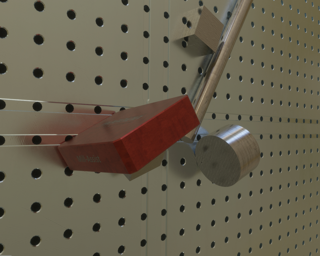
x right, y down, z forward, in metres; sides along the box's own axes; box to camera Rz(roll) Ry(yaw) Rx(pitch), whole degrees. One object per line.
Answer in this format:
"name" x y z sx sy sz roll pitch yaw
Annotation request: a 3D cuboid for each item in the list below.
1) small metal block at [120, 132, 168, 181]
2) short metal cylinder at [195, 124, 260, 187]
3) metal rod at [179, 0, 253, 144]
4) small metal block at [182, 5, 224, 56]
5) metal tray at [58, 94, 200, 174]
"small metal block" -0.020 0.031 0.377 0.050 0.025 0.050 -22 144 -38
"short metal cylinder" 0.099 0.040 0.460 0.050 0.080 0.080 -24 106 -38
"metal rod" 0.096 -0.111 0.491 0.025 0.025 0.300 39 66 -34
"small metal block" 0.066 -0.146 0.466 0.050 0.025 0.050 29 72 -37
"metal tray" -0.036 0.007 0.311 0.091 0.130 0.030 -34 106 -35
